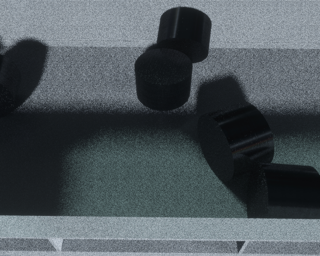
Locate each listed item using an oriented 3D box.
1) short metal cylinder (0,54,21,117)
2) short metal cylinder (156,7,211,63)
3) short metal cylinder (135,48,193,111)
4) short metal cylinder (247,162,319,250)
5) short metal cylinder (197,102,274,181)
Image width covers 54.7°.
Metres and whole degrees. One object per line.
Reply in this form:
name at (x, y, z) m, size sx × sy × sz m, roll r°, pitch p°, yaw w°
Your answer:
short metal cylinder at (-0.235, -0.058, 0.416) m, size 0.081 × 0.080 × 0.050 m, roll -5°, pitch 50°, yaw -4°
short metal cylinder at (0.037, -0.140, 0.478) m, size 0.080 × 0.080 × 0.050 m, roll 7°, pitch 76°, yaw 5°
short metal cylinder at (0.005, -0.071, 0.448) m, size 0.080 × 0.050 × 0.080 m, roll 0°, pitch 50°, yaw 0°
short metal cylinder at (0.121, 0.076, 0.306) m, size 0.050 × 0.080 × 0.080 m, roll 4°, pitch 50°, yaw 3°
short metal cylinder at (0.084, 0.015, 0.357) m, size 0.050 × 0.080 × 0.080 m, roll -18°, pitch 53°, yaw -15°
